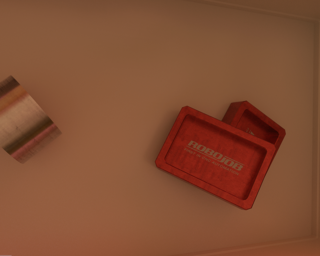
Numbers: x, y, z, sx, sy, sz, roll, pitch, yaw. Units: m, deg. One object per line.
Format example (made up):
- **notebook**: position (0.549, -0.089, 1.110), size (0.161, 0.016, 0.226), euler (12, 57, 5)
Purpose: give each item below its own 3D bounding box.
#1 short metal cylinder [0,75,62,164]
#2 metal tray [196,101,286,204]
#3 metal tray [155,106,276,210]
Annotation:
- **short metal cylinder**: position (-0.150, -0.009, 0.326), size (0.050, 0.080, 0.080), euler (-42, 104, -15)
- **metal tray**: position (0.118, 0.037, 0.453), size (0.090, 0.030, 0.130), euler (33, 79, -17)
- **metal tray**: position (0.071, 0.038, 0.404), size (0.130, 0.030, 0.090), euler (25, 79, 9)
